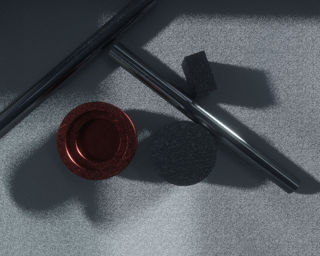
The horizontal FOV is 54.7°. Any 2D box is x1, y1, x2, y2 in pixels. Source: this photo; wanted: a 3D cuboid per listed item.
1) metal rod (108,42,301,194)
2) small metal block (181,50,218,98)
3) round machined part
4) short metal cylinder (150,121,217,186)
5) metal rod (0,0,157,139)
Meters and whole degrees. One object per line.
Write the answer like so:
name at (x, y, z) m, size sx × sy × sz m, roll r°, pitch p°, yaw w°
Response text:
metal rod at (0.059, -0.013, 0.412) m, size 0.301 × 0.025 × 0.025 m, roll 37°, pitch 90°, yaw -1°
small metal block at (0.050, -0.067, 0.400) m, size 0.025 × 0.050 × 0.050 m, roll -19°, pitch 90°, yaw -1°
round machined part at (-0.078, 0.016, 0.402) m, size 0.099 × 0.042 × 0.097 m, roll 0°, pitch 90°, yaw -1°
short metal cylinder at (0.029, 0.030, 0.399) m, size 0.081 × 0.050 × 0.079 m, roll 0°, pitch 90°, yaw -1°
metal rod at (-0.126, -0.075, 0.409) m, size 0.300 × 0.025 × 0.025 m, roll -41°, pitch 91°, yaw -1°
